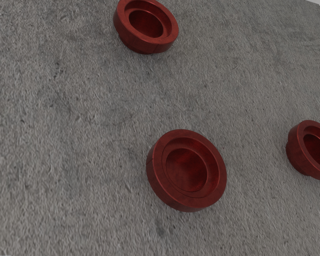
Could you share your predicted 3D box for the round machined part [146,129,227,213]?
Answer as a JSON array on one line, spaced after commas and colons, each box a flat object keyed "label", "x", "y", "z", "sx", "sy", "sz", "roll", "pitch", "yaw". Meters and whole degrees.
[{"label": "round machined part", "x": 0.028, "y": 0.054, "z": 0.375, "sx": 0.099, "sy": 0.042, "sz": 0.098, "roll": 14, "pitch": 56, "yaw": -21}]

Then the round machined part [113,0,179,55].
[{"label": "round machined part", "x": -0.024, "y": -0.151, "z": 0.472, "sx": 0.099, "sy": 0.042, "sz": 0.098, "roll": 14, "pitch": 56, "yaw": -21}]

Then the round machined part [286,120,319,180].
[{"label": "round machined part", "x": 0.245, "y": 0.039, "z": 0.500, "sx": 0.099, "sy": 0.042, "sz": 0.098, "roll": 14, "pitch": 56, "yaw": -21}]
